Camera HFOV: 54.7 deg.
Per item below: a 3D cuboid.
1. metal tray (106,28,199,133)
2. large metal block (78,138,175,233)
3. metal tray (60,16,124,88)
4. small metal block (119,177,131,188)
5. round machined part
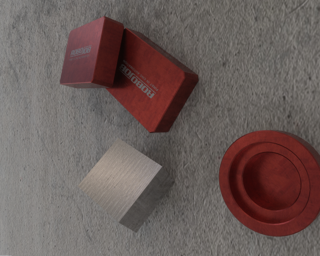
[{"bbox_3d":[-0.020,-0.065,0.418,0.130,0.030,0.089,44,116,31],"label":"metal tray"},{"bbox_3d":[-0.042,0.072,0.398,0.080,0.050,0.080,29,74,34],"label":"large metal block"},{"bbox_3d":[-0.105,-0.106,0.461,0.130,0.030,0.089,9,88,53],"label":"metal tray"},{"bbox_3d":[-0.051,0.098,0.448,0.050,0.025,0.050,33,111,35],"label":"small metal block"},{"bbox_3d":[0.111,0.051,0.302,0.098,0.042,0.097,0,90,40],"label":"round machined part"}]
